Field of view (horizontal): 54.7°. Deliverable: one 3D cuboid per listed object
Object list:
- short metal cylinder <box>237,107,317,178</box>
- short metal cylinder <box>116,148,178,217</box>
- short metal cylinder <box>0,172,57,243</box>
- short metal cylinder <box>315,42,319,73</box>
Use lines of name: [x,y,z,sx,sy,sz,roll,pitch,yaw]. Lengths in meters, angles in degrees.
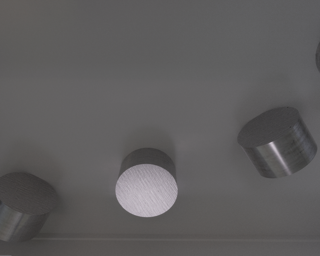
short metal cylinder: [0.146,0.017,0.389,0.080,0.080,0.050,-32,107,11]
short metal cylinder: [-0.017,0.074,0.425,0.081,0.050,0.079,0,110,0]
short metal cylinder: [-0.189,0.105,0.419,0.080,0.080,0.050,30,107,-11]
short metal cylinder: [0.237,-0.086,0.368,0.081,0.050,0.079,0,110,0]
